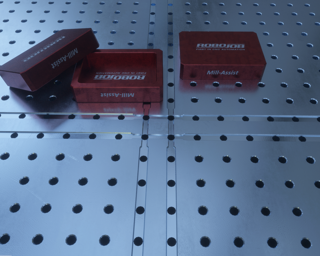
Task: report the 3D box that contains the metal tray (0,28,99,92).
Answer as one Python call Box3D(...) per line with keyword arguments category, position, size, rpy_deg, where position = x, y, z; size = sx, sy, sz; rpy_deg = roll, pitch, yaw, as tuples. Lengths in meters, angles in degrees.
Box3D(category="metal tray", position=(-0.168, -0.108, 0.472), size=(0.090, 0.030, 0.131), rpy_deg=(14, 48, 41))

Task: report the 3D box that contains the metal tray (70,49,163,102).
Box3D(category="metal tray", position=(-0.061, -0.081, 0.472), size=(0.131, 0.030, 0.090), rpy_deg=(0, 50, 0))

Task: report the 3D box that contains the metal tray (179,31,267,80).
Box3D(category="metal tray", position=(0.097, -0.120, 0.506), size=(0.131, 0.030, 0.090), rpy_deg=(0, 50, 0))
